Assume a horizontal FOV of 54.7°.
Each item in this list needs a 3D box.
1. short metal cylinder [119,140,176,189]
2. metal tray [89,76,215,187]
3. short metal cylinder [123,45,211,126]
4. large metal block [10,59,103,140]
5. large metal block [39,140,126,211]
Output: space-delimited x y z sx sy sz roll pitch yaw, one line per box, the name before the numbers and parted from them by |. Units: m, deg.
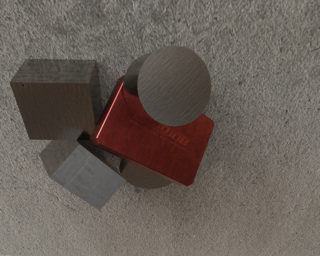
short metal cylinder | -0.013 0.039 0.426 0.081 0.050 0.079 0 130 0
metal tray | -0.005 0.004 0.371 0.131 0.090 0.030 29 164 -22
short metal cylinder | 0.006 -0.043 0.330 0.081 0.050 0.079 -2 95 -23
large metal block | -0.114 -0.032 0.361 0.081 0.050 0.079 1 130 -1
large metal block | -0.103 0.051 0.406 0.050 0.080 0.080 -50 122 -7
